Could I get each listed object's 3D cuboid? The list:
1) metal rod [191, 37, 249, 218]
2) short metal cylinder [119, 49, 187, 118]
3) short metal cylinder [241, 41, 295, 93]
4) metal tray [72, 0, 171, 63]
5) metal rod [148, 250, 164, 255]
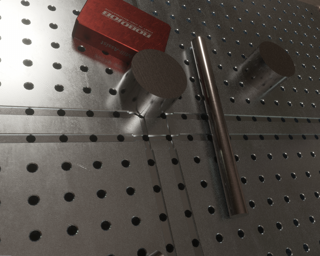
[{"bbox_3d":[0.084,-0.019,0.466,0.025,0.025,0.299,7,59,-25],"label":"metal rod"},{"bbox_3d":[-0.010,-0.061,0.425,0.081,0.050,0.080,14,56,-21],"label":"short metal cylinder"},{"bbox_3d":[0.199,-0.112,0.571,0.081,0.050,0.080,14,56,-21],"label":"short metal cylinder"},{"bbox_3d":[-0.053,-0.147,0.467,0.131,0.030,0.090,23,53,-15],"label":"metal tray"},{"bbox_3d":[-0.112,0.184,0.235,0.302,0.025,0.025,-21,74,-36],"label":"metal rod"}]
